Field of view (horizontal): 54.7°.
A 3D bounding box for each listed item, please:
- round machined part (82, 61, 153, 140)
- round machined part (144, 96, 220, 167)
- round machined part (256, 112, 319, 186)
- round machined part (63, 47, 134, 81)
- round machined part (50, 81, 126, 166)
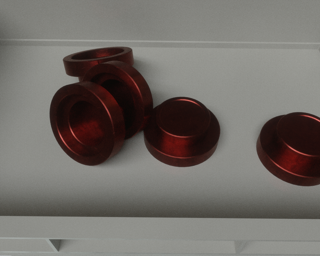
[{"bbox_3d":[-0.050,-0.037,0.394,0.098,0.097,0.042,27,32,20],"label":"round machined part"},{"bbox_3d":[0.028,-0.002,0.396,0.099,0.042,0.098,0,50,0],"label":"round machined part"},{"bbox_3d":[0.174,0.019,0.381,0.099,0.042,0.098,0,50,0],"label":"round machined part"},{"bbox_3d":[-0.086,-0.087,0.450,0.099,0.042,0.098,-6,24,3],"label":"round machined part"},{"bbox_3d":[-0.081,-0.008,0.370,0.098,0.097,0.042,27,29,20],"label":"round machined part"}]
